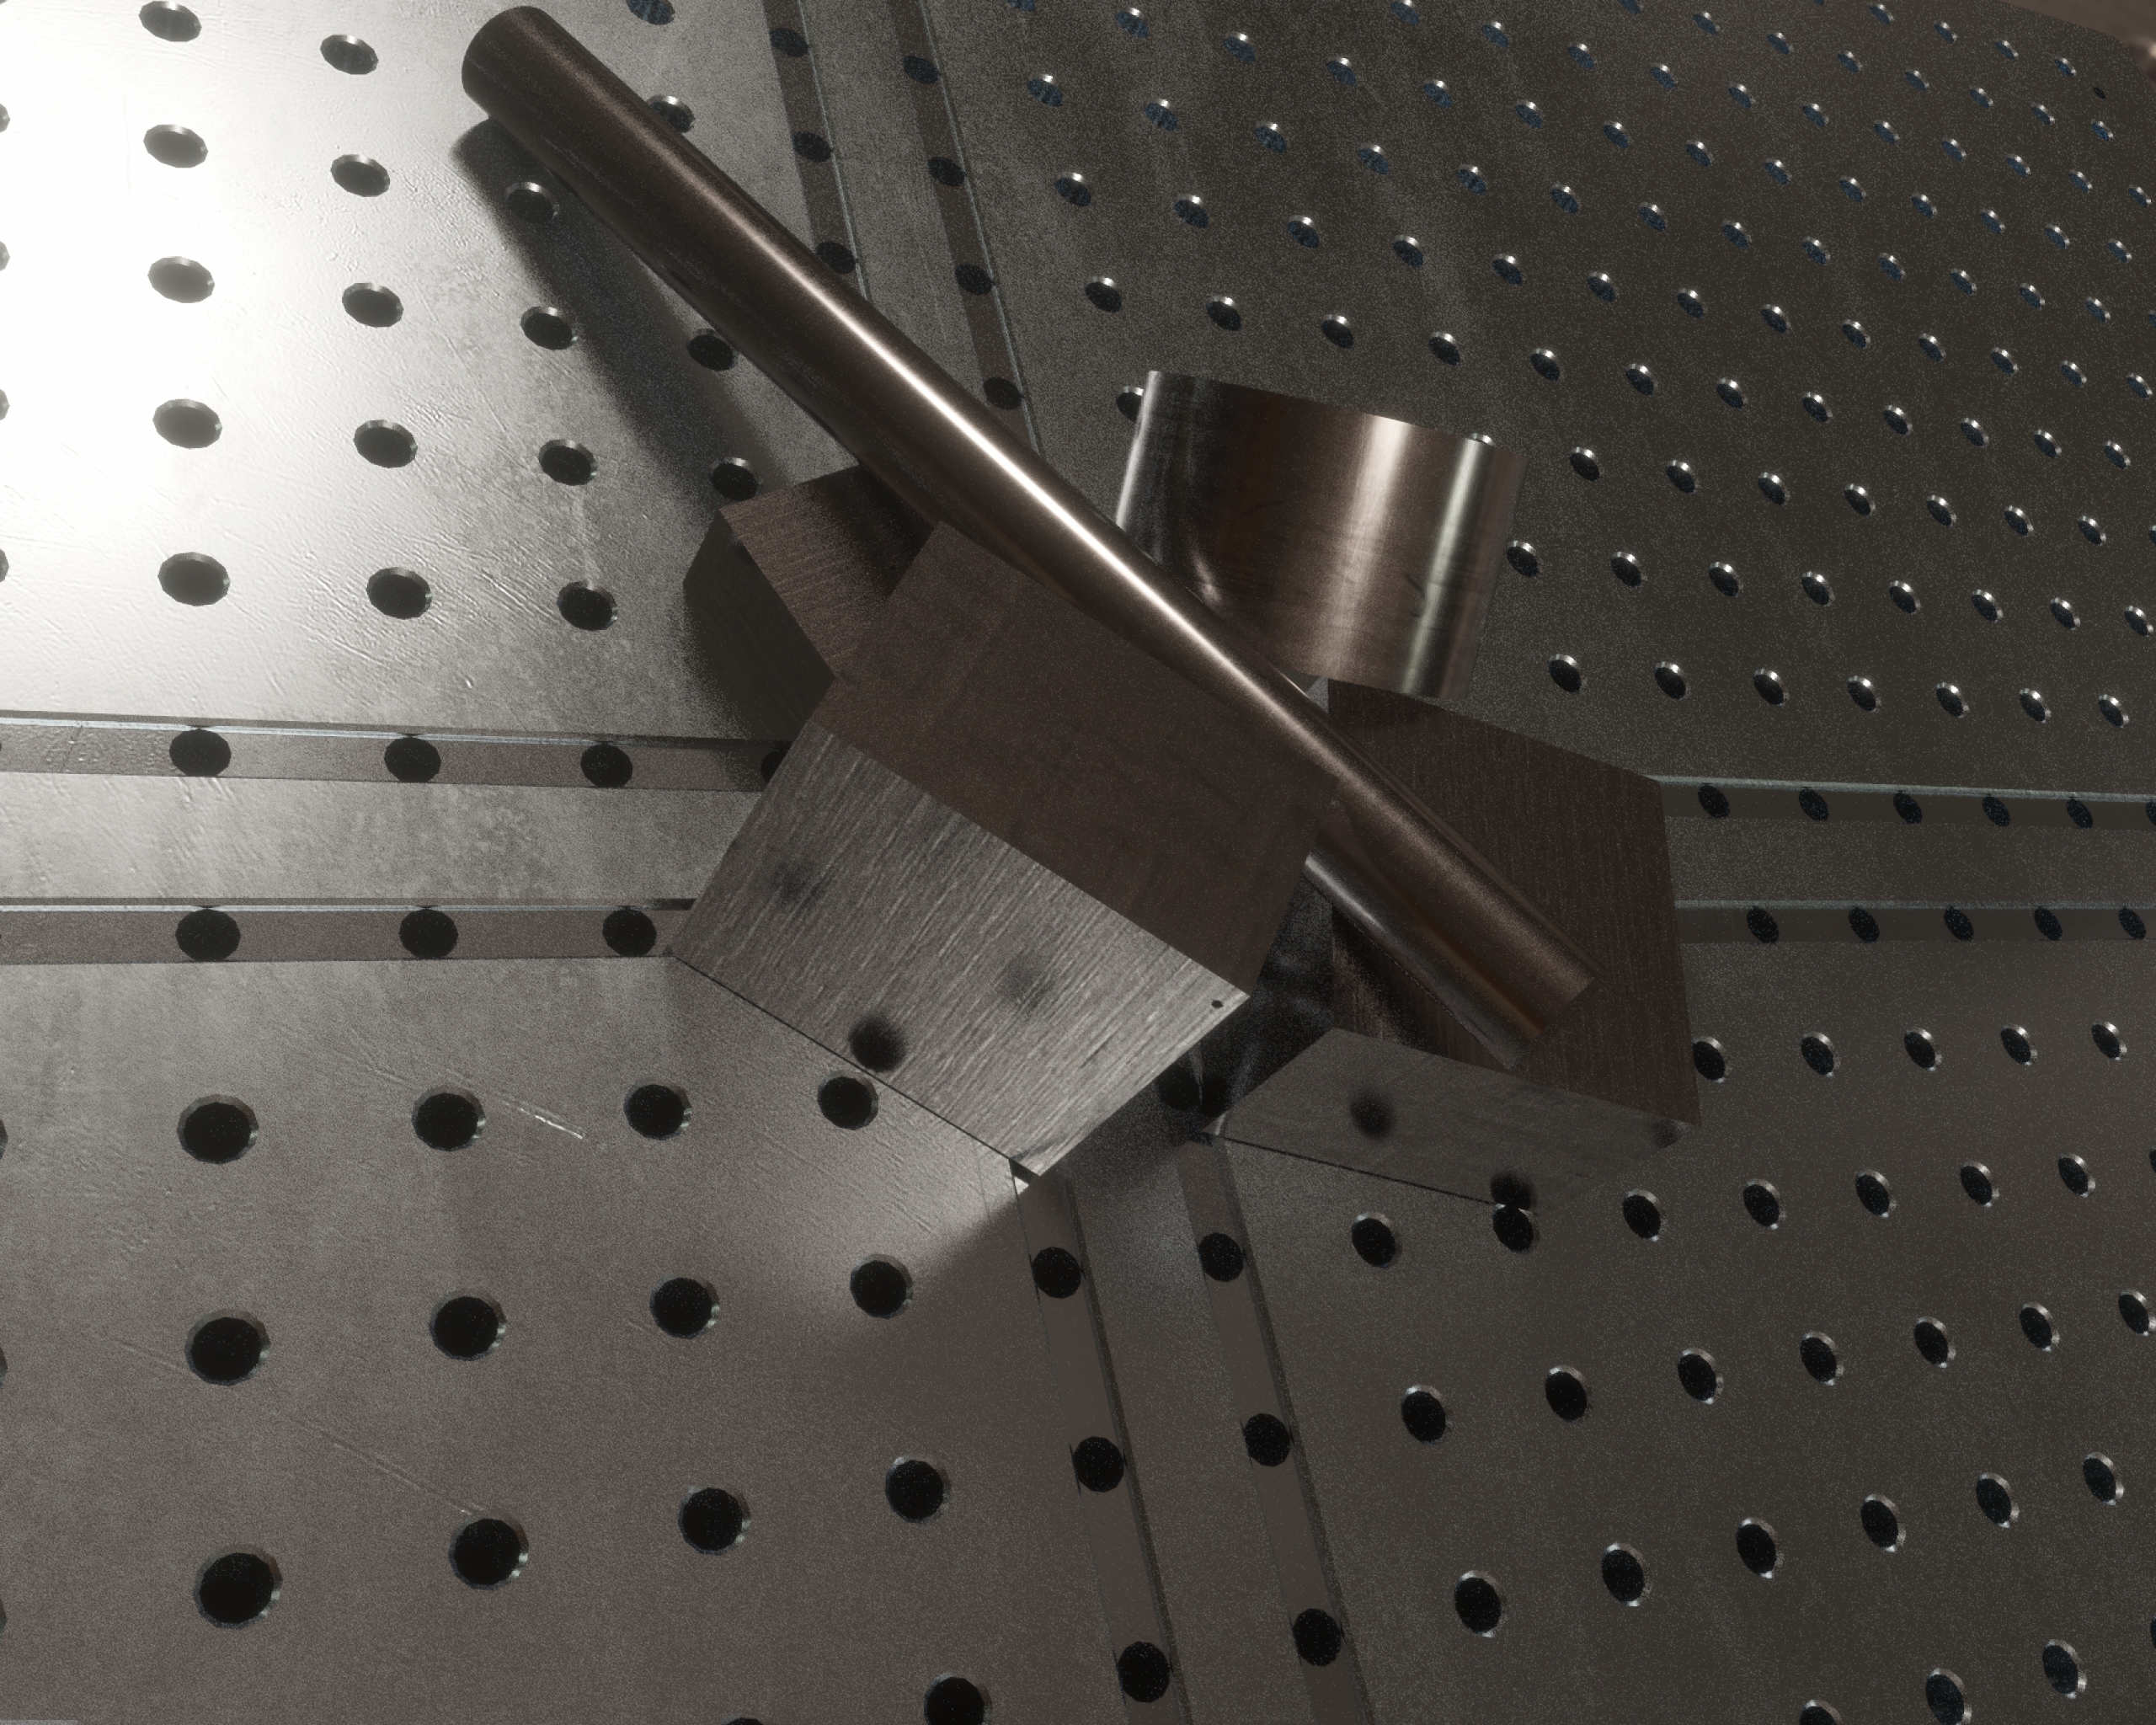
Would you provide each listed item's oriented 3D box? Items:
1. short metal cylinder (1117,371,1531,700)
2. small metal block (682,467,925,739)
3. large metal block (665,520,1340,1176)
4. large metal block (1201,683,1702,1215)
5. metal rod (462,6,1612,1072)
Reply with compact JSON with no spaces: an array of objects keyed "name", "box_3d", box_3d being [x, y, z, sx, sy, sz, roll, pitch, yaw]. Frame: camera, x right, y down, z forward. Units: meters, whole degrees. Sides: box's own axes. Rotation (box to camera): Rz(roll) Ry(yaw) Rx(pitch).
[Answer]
[{"name":"short metal cylinder","box_3d":[0.048,-0.068,0.433,0.081,0.080,0.050,8,102,-24]},{"name":"small metal block","box_3d":[-0.042,-0.051,0.418,0.050,0.025,0.050,-27,77,-37]},{"name":"large metal block","box_3d":[-0.015,0.001,0.365,0.080,0.080,0.050,32,51,-8]},{"name":"large metal block","box_3d":[0.073,0.018,0.422,0.081,0.050,0.080,16,55,-19]},{"name":"metal rod","box_3d":[-0.019,-0.073,0.405,0.300,0.025,0.025,44,50,17]}]
